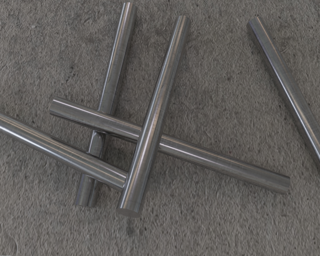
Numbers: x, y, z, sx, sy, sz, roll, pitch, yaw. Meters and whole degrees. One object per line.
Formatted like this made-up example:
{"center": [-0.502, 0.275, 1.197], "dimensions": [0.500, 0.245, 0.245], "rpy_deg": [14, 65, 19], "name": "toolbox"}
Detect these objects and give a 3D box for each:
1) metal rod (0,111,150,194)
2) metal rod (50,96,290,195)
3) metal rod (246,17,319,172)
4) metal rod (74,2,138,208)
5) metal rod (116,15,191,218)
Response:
{"center": [-0.151, 0.015, 0.383], "dimensions": [0.301, 0.025, 0.025], "rpy_deg": [23, 72, 15], "name": "metal rod"}
{"center": [0.012, 0.022, 0.383], "dimensions": [0.301, 0.025, 0.025], "rpy_deg": [19, 71, 0], "name": "metal rod"}
{"center": [0.188, -0.025, 0.418], "dimensions": [0.025, 0.025, 0.299], "rpy_deg": [-17, 71, -6], "name": "metal rod"}
{"center": [-0.069, -0.045, 0.423], "dimensions": [0.025, 0.025, 0.299], "rpy_deg": [8, 70, 3], "name": "metal rod"}
{"center": [0.002, -0.038, 0.386], "dimensions": [0.025, 0.025, 0.300], "rpy_deg": [12, 57, 4], "name": "metal rod"}
